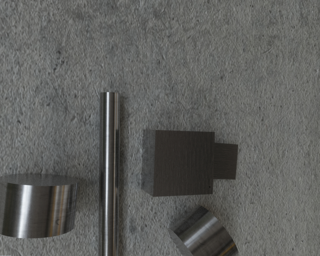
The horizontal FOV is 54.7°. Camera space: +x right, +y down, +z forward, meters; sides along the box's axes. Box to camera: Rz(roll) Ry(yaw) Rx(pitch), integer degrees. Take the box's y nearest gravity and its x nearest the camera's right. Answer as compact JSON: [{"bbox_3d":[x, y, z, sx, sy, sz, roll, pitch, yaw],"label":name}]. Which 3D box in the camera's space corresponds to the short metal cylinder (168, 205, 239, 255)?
[{"bbox_3d":[0.054,0.148,0.401,0.050,0.080,0.080,-34,101,-17],"label":"short metal cylinder"}]

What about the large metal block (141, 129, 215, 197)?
[{"bbox_3d":[0.022,0.043,0.405,0.081,0.050,0.079,2,89,-20],"label":"large metal block"}]

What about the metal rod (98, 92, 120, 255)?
[{"bbox_3d":[-0.064,0.106,0.386,0.025,0.025,0.298,1,90,-20],"label":"metal rod"}]

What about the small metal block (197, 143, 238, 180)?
[{"bbox_3d":[0.081,0.046,0.441,0.050,0.025,0.050,5,88,-20],"label":"small metal block"}]

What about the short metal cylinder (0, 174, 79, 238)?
[{"bbox_3d":[-0.131,0.080,0.332,0.081,0.080,0.050,6,88,-20],"label":"short metal cylinder"}]
